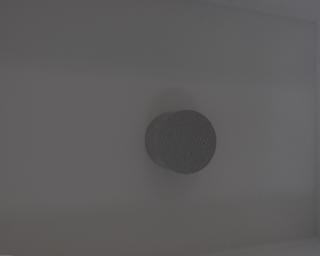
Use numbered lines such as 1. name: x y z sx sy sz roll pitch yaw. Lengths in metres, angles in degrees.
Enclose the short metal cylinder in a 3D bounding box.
1. short metal cylinder: 0.026 0.017 0.407 0.081 0.050 0.080 0 90 -20
